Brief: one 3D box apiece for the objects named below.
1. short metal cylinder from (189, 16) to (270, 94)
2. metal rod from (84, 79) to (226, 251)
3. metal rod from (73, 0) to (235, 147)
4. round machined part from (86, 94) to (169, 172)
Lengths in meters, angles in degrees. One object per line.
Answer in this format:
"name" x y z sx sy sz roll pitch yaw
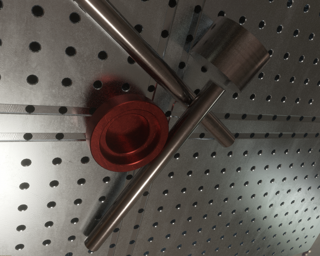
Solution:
"short metal cylinder" 0.082 -0.086 0.369 0.050 0.080 0.080 -50 129 7
"metal rod" -0.016 0.061 0.422 0.025 0.025 0.299 24 111 -37
"metal rod" 0.016 -0.055 0.387 0.025 0.025 0.301 -47 130 4
"round machined part" -0.042 0.002 0.380 0.099 0.042 0.097 -14 125 -21
